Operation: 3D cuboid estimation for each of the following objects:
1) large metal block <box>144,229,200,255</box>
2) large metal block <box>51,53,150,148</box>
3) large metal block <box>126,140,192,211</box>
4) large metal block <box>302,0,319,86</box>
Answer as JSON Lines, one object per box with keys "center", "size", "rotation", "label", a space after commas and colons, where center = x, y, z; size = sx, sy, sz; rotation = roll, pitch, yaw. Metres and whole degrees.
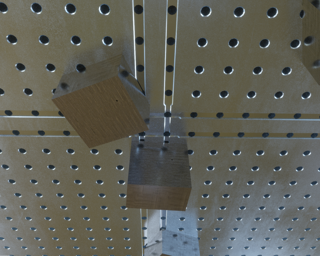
{"center": [0.022, 0.249, 0.608], "size": [0.080, 0.050, 0.079], "rotation": [21, 127, -17], "label": "large metal block"}
{"center": [-0.065, -0.030, 0.369], "size": [0.080, 0.050, 0.080], "rotation": [-17, 128, 14], "label": "large metal block"}
{"center": [-0.003, 0.065, 0.431], "size": [0.081, 0.080, 0.050], "rotation": [5, 130, -5], "label": "large metal block"}
{"center": [0.195, -0.099, 0.314], "size": [0.080, 0.050, 0.080], "rotation": [-13, 129, 10], "label": "large metal block"}
